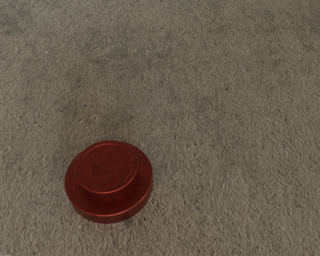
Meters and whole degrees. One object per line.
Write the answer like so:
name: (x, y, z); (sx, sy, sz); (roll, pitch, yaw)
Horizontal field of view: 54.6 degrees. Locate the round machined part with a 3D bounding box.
round machined part: (-0.057, 0.053, 0.348); (0.099, 0.042, 0.098); (0, 50, 0)
